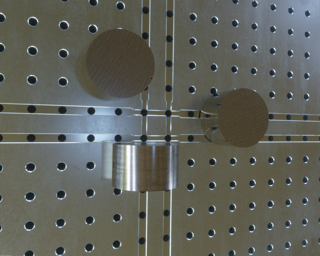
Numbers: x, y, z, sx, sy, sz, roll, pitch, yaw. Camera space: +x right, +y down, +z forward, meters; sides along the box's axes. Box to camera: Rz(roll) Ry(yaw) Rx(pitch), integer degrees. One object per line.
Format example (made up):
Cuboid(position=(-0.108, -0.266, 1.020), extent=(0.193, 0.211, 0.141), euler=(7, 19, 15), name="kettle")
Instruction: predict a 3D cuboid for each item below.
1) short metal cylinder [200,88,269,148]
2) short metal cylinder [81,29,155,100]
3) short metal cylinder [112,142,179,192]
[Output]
Cuboid(position=(0.104, -0.014, 0.438), extent=(0.081, 0.050, 0.079), euler=(0, 90, -20), name="short metal cylinder")
Cuboid(position=(-0.053, -0.074, 0.380), extent=(0.081, 0.050, 0.079), euler=(0, 90, -20), name="short metal cylinder")
Cuboid(position=(-0.017, 0.044, 0.377), extent=(0.081, 0.080, 0.050), euler=(1, 90, -20), name="short metal cylinder")
